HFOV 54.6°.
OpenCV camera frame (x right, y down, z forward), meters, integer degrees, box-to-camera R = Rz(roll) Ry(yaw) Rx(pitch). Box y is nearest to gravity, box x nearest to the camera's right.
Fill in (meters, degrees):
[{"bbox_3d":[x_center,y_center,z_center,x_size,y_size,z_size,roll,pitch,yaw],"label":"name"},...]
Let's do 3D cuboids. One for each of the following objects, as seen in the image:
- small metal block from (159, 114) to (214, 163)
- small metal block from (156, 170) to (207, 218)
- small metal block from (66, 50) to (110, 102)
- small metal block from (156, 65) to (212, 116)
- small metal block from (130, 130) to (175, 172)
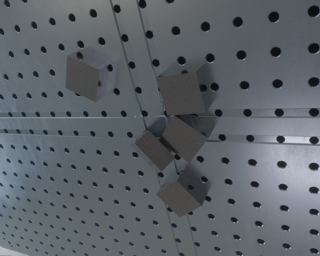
[{"bbox_3d":[0.033,0.009,0.400,0.050,0.025,0.050,34,129,5],"label":"small metal block"},{"bbox_3d":[0.032,0.098,0.455,0.050,0.025,0.050,45,129,-4],"label":"small metal block"},{"bbox_3d":[-0.098,-0.070,0.421,0.050,0.025,0.050,25,127,12],"label":"small metal block"},{"bbox_3d":[0.029,-0.044,0.369,0.050,0.025,0.050,-3,117,29],"label":"small metal block"},{"bbox_3d":[-0.012,0.031,0.421,0.050,0.025,0.050,47,167,-5],"label":"small metal block"}]
